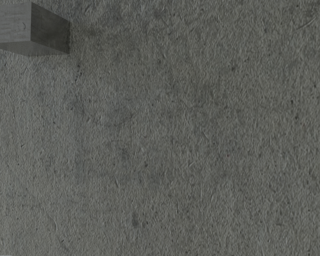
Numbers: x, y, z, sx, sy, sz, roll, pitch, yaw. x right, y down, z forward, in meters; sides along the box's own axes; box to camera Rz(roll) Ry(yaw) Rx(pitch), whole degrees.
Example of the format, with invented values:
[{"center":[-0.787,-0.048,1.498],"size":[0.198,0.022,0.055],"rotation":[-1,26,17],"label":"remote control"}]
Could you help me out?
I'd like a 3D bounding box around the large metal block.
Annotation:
[{"center":[-0.189,-0.138,0.446],"size":[0.080,0.080,0.050],"rotation":[2,91,20],"label":"large metal block"}]
